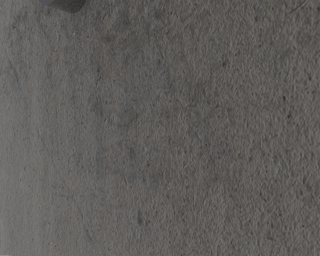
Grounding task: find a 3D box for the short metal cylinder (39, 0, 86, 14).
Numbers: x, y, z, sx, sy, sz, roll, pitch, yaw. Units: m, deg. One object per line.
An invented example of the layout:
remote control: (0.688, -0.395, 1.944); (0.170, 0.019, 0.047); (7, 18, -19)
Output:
short metal cylinder: (-0.166, -0.242, 0.526); (0.080, 0.050, 0.080); (0, 90, 40)
